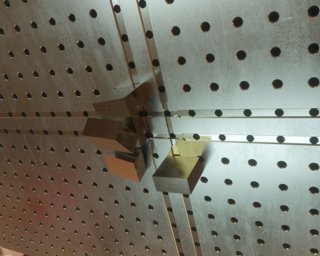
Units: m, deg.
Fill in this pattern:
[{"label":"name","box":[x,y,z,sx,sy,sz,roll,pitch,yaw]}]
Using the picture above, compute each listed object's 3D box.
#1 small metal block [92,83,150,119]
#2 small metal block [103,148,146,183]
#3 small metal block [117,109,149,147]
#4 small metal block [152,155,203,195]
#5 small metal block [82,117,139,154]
[{"label":"small metal block","box":[-0.049,-0.034,0.401,0.050,0.050,0.025,-6,115,31]},{"label":"small metal block","box":[-0.051,0.051,0.462,0.050,0.025,0.050,14,142,20]},{"label":"small metal block","box":[-0.049,-0.002,0.437,0.050,0.025,0.050,0,118,28]},{"label":"small metal block","box":[0.025,0.062,0.421,0.050,0.050,0.025,0,118,28]},{"label":"small metal block","box":[-0.064,0.010,0.403,0.050,0.025,0.050,6,159,25]}]
